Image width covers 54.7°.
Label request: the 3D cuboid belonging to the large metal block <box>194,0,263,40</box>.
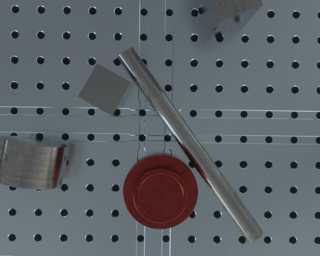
[{"bbox_3d":[0.078,-0.167,0.387,0.050,0.080,0.080,-21,90,0],"label":"large metal block"}]

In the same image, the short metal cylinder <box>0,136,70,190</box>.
[{"bbox_3d":[-0.158,0.041,0.384,0.080,0.080,0.050,10,90,-1],"label":"short metal cylinder"}]

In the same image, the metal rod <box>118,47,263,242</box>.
[{"bbox_3d":[0.041,0.022,0.413,0.025,0.025,0.299,-35,90,0],"label":"metal rod"}]

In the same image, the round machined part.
[{"bbox_3d":[0.001,0.084,0.405,0.099,0.042,0.097,0,90,-1],"label":"round machined part"}]

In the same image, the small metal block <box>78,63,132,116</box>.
[{"bbox_3d":[-0.072,-0.050,0.412,0.050,0.025,0.050,30,90,-1],"label":"small metal block"}]
